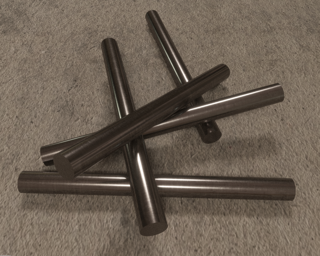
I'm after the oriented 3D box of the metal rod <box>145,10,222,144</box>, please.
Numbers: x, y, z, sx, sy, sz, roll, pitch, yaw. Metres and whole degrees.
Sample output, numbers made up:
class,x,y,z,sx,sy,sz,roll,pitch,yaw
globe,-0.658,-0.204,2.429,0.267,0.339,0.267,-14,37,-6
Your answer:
class,x,y,z,sx,sy,sz,roll,pitch,yaw
metal rod,0.026,-0.098,0.486,0.025,0.025,0.300,-12,51,-10

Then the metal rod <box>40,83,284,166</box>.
class,x,y,z,sx,sy,sz,roll,pitch,yaw
metal rod,0.006,-0.005,0.383,0.302,0.025,0.025,-15,52,-4

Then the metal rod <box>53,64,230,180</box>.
class,x,y,z,sx,sy,sz,roll,pitch,yaw
metal rod,0.008,-0.027,0.361,0.025,0.025,0.302,30,39,23

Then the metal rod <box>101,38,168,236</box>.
class,x,y,z,sx,sy,sz,roll,pitch,yaw
metal rod,-0.041,-0.019,0.368,0.025,0.025,0.300,-10,48,-9

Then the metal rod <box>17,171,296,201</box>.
class,x,y,z,sx,sy,sz,roll,pitch,yaw
metal rod,-0.004,0.065,0.348,0.302,0.025,0.025,2,50,1
